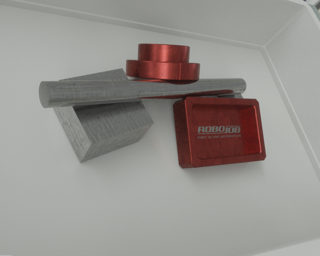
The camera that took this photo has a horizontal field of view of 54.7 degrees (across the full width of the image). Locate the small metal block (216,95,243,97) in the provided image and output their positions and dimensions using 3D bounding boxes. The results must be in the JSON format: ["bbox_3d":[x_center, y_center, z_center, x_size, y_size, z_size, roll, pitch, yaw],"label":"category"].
[{"bbox_3d":[0.101,-0.048,0.489,0.050,0.025,0.050,-12,68,-34],"label":"small metal block"}]

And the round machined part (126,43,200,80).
[{"bbox_3d":[0.005,-0.089,0.413,0.099,0.098,0.042,-5,105,-31],"label":"round machined part"}]

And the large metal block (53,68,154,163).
[{"bbox_3d":[-0.068,-0.017,0.361,0.081,0.050,0.080,-20,72,-36],"label":"large metal block"}]

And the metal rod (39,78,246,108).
[{"bbox_3d":[0.008,-0.048,0.381,0.302,0.025,0.025,-8,66,-40],"label":"metal rod"}]

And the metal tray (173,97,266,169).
[{"bbox_3d":[0.085,0.005,0.427,0.131,0.030,0.089,-1,82,-30],"label":"metal tray"}]
